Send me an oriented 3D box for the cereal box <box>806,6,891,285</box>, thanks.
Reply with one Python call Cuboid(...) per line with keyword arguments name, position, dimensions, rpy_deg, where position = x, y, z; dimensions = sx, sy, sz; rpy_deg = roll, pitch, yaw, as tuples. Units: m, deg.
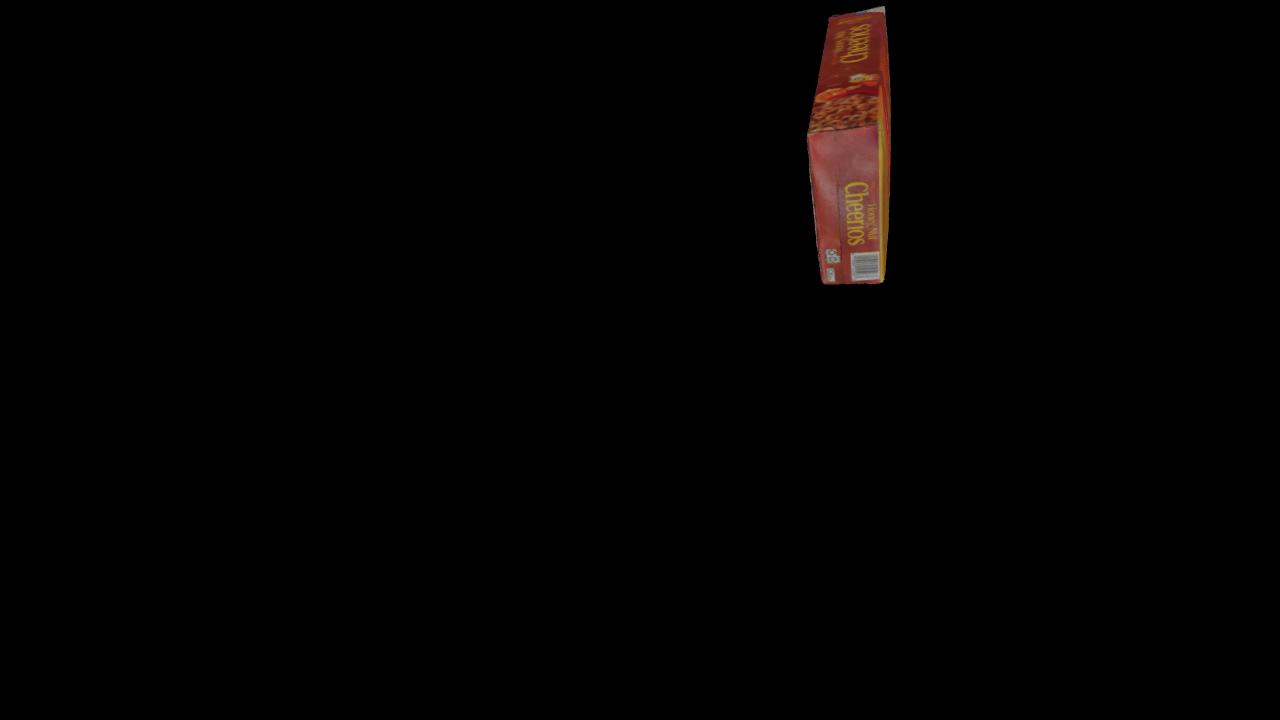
Cuboid(name="cereal box", position=(0.264, -0.266, 0.752), dimensions=(0.081, 0.306, 0.203), rpy_deg=(1, -43, 23))
